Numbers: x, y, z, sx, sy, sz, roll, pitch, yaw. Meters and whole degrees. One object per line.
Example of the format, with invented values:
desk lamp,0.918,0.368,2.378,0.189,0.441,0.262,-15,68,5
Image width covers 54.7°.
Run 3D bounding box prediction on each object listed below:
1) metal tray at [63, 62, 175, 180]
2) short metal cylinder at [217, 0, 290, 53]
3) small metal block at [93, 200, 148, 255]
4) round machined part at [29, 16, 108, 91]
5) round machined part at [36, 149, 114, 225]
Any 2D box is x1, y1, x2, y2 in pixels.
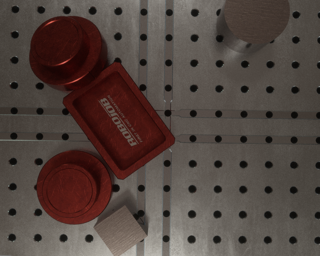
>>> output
metal tray,-0.052,-0.009,0.410,0.090,0.030,0.130,-36,90,-1
short metal cylinder,0.118,-0.143,0.402,0.081,0.050,0.079,0,90,-1
small metal block,-0.051,0.134,0.413,0.050,0.025,0.050,-35,90,0
round machined part,-0.120,-0.099,0.388,0.098,0.042,0.098,-3,74,10
round machined part,-0.112,0.078,0.403,0.099,0.042,0.097,0,90,-1
